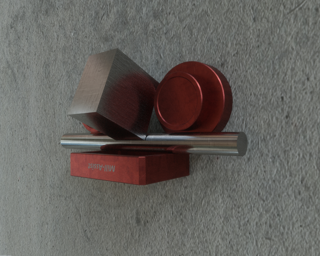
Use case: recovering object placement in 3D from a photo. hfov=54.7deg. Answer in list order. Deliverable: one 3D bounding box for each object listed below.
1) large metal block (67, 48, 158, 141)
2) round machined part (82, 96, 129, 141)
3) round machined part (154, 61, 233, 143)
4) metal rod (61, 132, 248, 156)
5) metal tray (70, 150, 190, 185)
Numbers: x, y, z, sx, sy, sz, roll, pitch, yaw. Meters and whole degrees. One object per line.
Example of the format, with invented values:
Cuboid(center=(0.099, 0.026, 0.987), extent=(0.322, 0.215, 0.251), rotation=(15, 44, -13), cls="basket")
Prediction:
Cuboid(center=(-0.052, -0.037, 0.377), extent=(0.050, 0.080, 0.080), rotation=(-3, 65, 39), cls="large metal block")
Cuboid(center=(-0.081, -0.027, 0.458), extent=(0.098, 0.042, 0.097), rotation=(0, 90, 39), cls="round machined part")
Cuboid(center=(0.032, -0.031, 0.366), extent=(0.098, 0.042, 0.097), rotation=(0, 90, 39), cls="round machined part")
Cuboid(center=(-0.033, 0.019, 0.405), extent=(0.300, 0.025, 0.025), rotation=(-1, 89, 39), cls="metal rod")
Cuboid(center=(-0.040, 0.046, 0.394), extent=(0.130, 0.091, 0.030), rotation=(-1, 89, 39), cls="metal tray")
